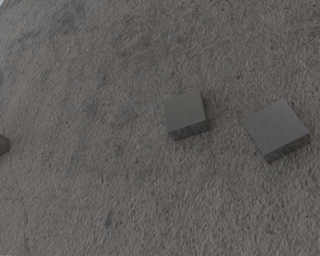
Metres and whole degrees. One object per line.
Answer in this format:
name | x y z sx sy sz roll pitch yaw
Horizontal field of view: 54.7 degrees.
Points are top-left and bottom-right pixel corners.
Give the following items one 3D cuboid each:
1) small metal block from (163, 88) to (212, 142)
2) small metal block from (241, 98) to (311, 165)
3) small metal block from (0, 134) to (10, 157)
small metal block | 0.034 -0.016 0.396 0.050 0.025 0.050 -18 55 17
small metal block | 0.125 0.004 0.336 0.050 0.025 0.050 -29 52 9
small metal block | -0.293 0.030 0.523 0.050 0.050 0.025 -31 52 9
